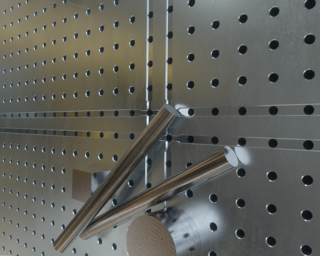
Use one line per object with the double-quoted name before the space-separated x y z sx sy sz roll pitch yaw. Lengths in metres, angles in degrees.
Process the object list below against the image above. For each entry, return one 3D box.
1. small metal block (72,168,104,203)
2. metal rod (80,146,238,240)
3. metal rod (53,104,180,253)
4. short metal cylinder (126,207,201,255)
"small metal block" -0.118 0.094 0.507 0.050 0.025 0.050 4 93 40
"metal rod" -0.023 0.102 0.428 0.299 0.025 0.025 -35 69 34
"metal rod" -0.073 0.085 0.450 0.299 0.025 0.025 -51 60 21
"short metal cylinder" 0.004 0.145 0.390 0.080 0.050 0.079 0 90 40
